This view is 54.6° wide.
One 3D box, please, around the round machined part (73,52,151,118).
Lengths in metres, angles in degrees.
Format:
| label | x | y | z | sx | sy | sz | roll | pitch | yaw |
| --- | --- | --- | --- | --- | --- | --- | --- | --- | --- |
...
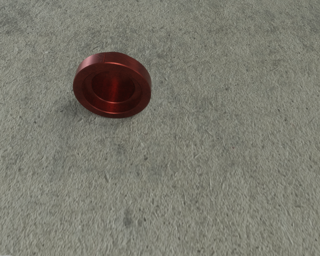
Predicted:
| label | x | y | z | sx | sy | sz | roll | pitch | yaw |
| --- | --- | --- | --- | --- | --- | --- | --- | --- | --- |
| round machined part | -0.060 | -0.060 | 0.406 | 0.099 | 0.098 | 0.042 | 1 | 50 | 0 |
